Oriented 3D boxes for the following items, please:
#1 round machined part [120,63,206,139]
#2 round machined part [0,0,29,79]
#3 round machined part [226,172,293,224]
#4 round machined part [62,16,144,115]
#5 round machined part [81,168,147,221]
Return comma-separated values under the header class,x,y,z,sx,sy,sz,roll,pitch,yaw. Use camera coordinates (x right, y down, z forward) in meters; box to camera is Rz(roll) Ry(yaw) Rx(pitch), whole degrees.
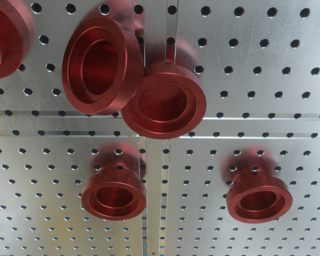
class,x,y,z,sx,sy,sz,roll,pitch,yaw
round machined part,0.003,-0.035,0.369,0.099,0.042,0.097,-1,132,-1
round machined part,-0.193,-0.091,0.320,0.099,0.042,0.097,-1,130,0
round machined part,0.155,0.108,0.495,0.099,0.042,0.097,-1,130,0
round machined part,-0.055,-0.062,0.323,0.098,0.098,0.042,-42,154,29
round machined part,-0.070,0.100,0.484,0.099,0.042,0.097,-1,130,0
